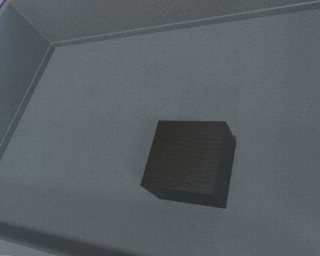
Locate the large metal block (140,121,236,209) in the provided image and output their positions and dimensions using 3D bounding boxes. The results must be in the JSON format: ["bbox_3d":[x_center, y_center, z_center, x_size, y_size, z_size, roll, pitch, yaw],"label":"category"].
[{"bbox_3d":[0.034,0.039,0.347,0.080,0.050,0.080,1,62,28],"label":"large metal block"}]
